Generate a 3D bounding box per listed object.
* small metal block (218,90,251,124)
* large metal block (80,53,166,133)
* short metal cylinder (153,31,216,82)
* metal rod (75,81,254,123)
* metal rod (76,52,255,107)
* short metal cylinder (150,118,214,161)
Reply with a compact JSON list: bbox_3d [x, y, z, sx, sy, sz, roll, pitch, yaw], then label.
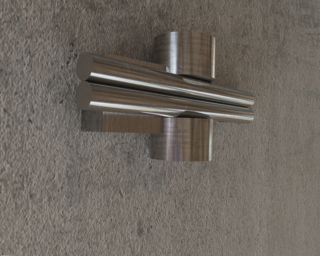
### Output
[{"bbox_3d":[0.123,-0.033,0.509,0.050,0.025,0.050,4,88,-40],"label":"small metal block"},{"bbox_3d":[-0.042,-0.035,0.355,0.081,0.050,0.080,2,89,-40],"label":"large metal block"},{"bbox_3d":[0.031,-0.086,0.396,0.081,0.080,0.050,2,89,-40],"label":"short metal cylinder"},{"bbox_3d":[0.036,-0.024,0.378,0.302,0.025,0.025,2,89,-48],"label":"metal rod"},{"bbox_3d":[0.036,-0.049,0.378,0.302,0.025,0.025,2,89,-48],"label":"metal rod"},{"bbox_3d":[0.028,0.014,0.393,0.081,0.080,0.050,2,89,-40],"label":"short metal cylinder"}]
